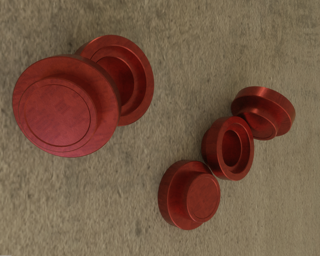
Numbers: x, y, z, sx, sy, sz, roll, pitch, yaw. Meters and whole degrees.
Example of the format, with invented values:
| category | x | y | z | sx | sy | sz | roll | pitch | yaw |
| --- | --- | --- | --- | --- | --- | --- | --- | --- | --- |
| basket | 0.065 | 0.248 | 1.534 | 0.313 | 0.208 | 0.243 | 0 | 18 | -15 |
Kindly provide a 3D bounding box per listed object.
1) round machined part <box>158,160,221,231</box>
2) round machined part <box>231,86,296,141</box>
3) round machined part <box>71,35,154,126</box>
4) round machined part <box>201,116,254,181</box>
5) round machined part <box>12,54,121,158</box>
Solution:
| category | x | y | z | sx | sy | sz | roll | pitch | yaw |
| --- | --- | --- | --- | --- | --- | --- | --- | --- | --- |
| round machined part | 0.048 | 0.095 | 0.436 | 0.099 | 0.042 | 0.097 | 0 | 90 | -40 |
| round machined part | 0.159 | -0.017 | 0.493 | 0.098 | 0.098 | 0.042 | 49 | 60 | -29 |
| round machined part | -0.057 | -0.051 | 0.347 | 0.099 | 0.042 | 0.097 | 0 | 90 | -40 |
| round machined part | 0.101 | 0.031 | 0.479 | 0.099 | 0.042 | 0.097 | 3 | 85 | -43 |
| round machined part | -0.088 | -0.017 | 0.285 | 0.099 | 0.042 | 0.097 | 0 | 109 | 1 |
